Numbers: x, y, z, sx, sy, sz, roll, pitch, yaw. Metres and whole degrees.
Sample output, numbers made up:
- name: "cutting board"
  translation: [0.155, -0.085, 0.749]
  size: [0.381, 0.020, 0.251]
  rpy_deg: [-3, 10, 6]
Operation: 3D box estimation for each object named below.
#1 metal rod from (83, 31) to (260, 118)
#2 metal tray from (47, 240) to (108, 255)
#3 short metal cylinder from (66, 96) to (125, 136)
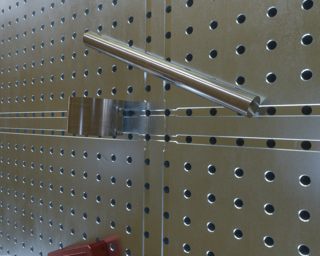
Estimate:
- name: "metal rod"
  translation: [-0.007, -0.083, 0.413]
  size: [0.300, 0.025, 0.025]
  rpy_deg: [30, 109, 35]
- name: "metal tray"
  translation: [-0.133, 0.242, 0.512]
  size: [0.130, 0.030, 0.090]
  rpy_deg: [-25, 74, 36]
- name: "short metal cylinder"
  translation: [-0.092, -0.018, 0.447]
  size: [0.080, 0.081, 0.050]
  rpy_deg: [7, 95, 39]
